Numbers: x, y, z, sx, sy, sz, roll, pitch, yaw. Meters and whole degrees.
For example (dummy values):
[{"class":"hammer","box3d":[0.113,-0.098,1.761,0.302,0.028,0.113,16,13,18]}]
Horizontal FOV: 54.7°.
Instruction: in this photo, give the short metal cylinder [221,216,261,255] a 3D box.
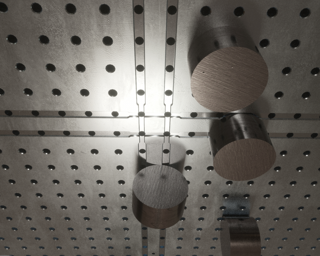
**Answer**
[{"class":"short metal cylinder","box3d":[0.140,0.198,0.546,0.050,0.080,0.079,1,130,-1]}]

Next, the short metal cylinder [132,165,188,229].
[{"class":"short metal cylinder","box3d":[-0.001,0.101,0.462,0.081,0.080,0.050,3,130,-3]}]

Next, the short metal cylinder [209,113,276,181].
[{"class":"short metal cylinder","box3d":[0.109,0.027,0.420,0.081,0.050,0.079,0,130,0]}]

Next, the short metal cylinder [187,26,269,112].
[{"class":"short metal cylinder","box3d":[0.072,-0.064,0.342,0.081,0.050,0.079,-1,130,0]}]
